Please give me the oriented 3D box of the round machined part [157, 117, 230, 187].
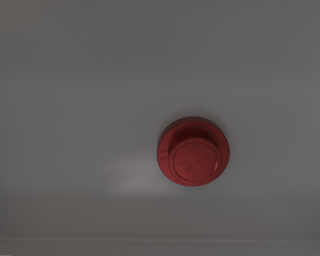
[{"bbox_3d":[0.045,0.037,0.416,0.099,0.042,0.097,0,110,0],"label":"round machined part"}]
